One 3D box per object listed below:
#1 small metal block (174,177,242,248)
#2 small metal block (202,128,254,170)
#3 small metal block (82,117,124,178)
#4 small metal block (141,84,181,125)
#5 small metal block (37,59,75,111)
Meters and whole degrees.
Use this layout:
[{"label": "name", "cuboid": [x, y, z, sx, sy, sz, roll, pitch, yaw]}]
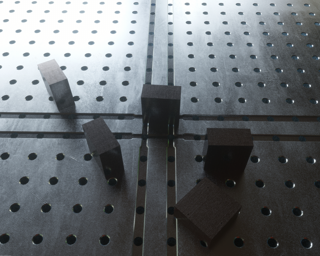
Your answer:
[{"label": "small metal block", "cuboid": [0.050, 0.089, 0.333, 0.050, 0.025, 0.050, -37, 59, -27]}, {"label": "small metal block", "cuboid": [0.079, 0.026, 0.370, 0.050, 0.050, 0.025, 1, 50, 1]}, {"label": "small metal block", "cuboid": [-0.068, 0.024, 0.372, 0.025, 0.050, 0.050, -25, 55, -19]}, {"label": "small metal block", "cuboid": [0.002, -0.031, 0.418, 0.050, 0.050, 0.025, 3, 50, 3]}, {"label": "small metal block", "cuboid": [-0.148, -0.062, 0.443, 0.025, 0.050, 0.050, -26, 55, -20]}]
